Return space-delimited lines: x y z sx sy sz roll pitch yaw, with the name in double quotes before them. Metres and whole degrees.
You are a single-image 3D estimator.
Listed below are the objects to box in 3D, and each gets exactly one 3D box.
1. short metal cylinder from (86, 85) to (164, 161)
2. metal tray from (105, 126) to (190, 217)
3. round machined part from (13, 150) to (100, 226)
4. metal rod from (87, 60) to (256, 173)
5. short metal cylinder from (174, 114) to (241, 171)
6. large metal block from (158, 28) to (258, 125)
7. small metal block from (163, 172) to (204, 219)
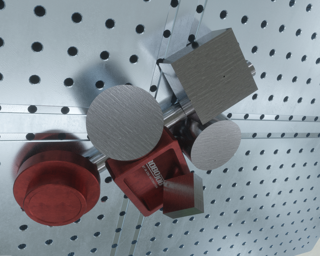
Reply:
"short metal cylinder" -0.037 -0.003 0.346 0.081 0.050 0.080 0 82 -3
"metal tray" -0.007 0.065 0.425 0.090 0.030 0.130 -33 142 -7
"round machined part" -0.121 0.077 0.365 0.099 0.042 0.097 -5 124 -7
"metal rod" -0.003 -0.003 0.410 0.301 0.025 0.025 -32 129 -7
"short metal cylinder" 0.066 0.013 0.438 0.081 0.050 0.079 -14 124 -21
"large metal block" 0.057 -0.062 0.372 0.080 0.050 0.080 -32 109 -7
"small metal block" 0.032 0.095 0.434 0.050 0.050 0.025 -21 139 30
